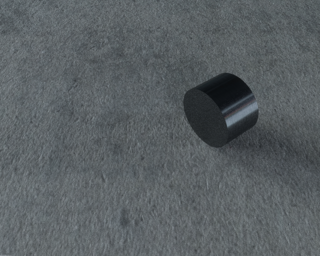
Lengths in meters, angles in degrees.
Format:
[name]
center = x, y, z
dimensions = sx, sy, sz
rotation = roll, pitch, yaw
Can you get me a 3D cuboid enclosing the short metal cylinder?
[short metal cylinder]
center = 0.074, -0.022, 0.387
dimensions = 0.050, 0.080, 0.080
rotation = -29, 56, -23
